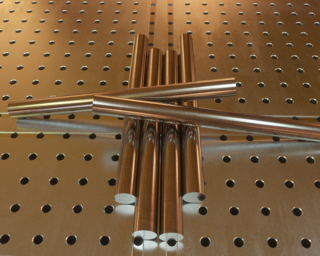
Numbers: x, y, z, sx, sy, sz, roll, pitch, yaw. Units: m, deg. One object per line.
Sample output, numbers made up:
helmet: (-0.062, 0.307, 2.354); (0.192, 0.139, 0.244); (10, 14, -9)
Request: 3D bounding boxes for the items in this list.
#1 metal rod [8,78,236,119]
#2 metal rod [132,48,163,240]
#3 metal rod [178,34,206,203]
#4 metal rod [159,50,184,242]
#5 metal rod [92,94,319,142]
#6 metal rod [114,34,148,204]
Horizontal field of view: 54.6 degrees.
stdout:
metal rod: (-0.054, -0.038, 0.410); (0.301, 0.025, 0.025); (-5, 50, 7)
metal rod: (-0.012, -0.006, 0.411); (0.025, 0.025, 0.300); (1, 50, 1)
metal rod: (0.041, -0.038, 0.439); (0.025, 0.025, 0.300); (1, 50, 1)
metal rod: (0.015, -0.003, 0.412); (0.025, 0.025, 0.300); (1, 50, 1)
metal rod: (0.069, -0.011, 0.390); (0.302, 0.025, 0.025); (7, 50, -6)
metal rod: (-0.035, -0.037, 0.438); (0.025, 0.025, 0.300); (1, 50, 1)
